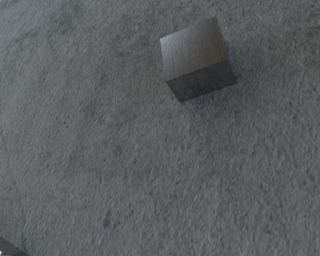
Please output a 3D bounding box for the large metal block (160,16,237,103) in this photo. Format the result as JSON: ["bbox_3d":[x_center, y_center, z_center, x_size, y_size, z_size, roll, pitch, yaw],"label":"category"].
[{"bbox_3d":[0.050,-0.091,0.416,0.080,0.050,0.080,-18,55,17],"label":"large metal block"}]

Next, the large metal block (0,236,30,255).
[{"bbox_3d":[-0.223,0.184,0.389,0.080,0.050,0.080,12,68,32],"label":"large metal block"}]
